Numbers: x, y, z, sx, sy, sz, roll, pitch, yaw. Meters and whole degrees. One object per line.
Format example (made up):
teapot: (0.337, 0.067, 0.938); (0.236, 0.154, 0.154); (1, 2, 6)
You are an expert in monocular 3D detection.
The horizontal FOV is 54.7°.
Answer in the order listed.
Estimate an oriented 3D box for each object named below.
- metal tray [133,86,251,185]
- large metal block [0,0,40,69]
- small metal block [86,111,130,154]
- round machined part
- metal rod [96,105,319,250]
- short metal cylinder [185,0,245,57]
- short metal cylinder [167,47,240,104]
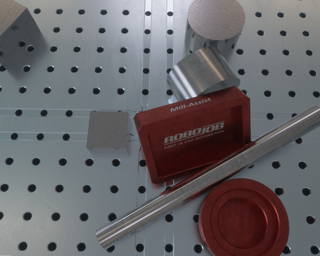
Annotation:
metal tray: (0.042, 0.010, 0.374); (0.131, 0.089, 0.030); (-16, 34, -6)
large metal block: (-0.241, -0.147, 0.450); (0.080, 0.050, 0.080); (29, 73, 10)
small metal block: (-0.067, 0.006, 0.409); (0.050, 0.025, 0.050); (1, 70, 0)
round machined part: (0.094, 0.111, 0.363); (0.099, 0.042, 0.098); (0, 70, 0)
metal rod: (0.062, 0.057, 0.369); (0.301, 0.025, 0.025); (-29, 73, -2)
short metal cylinder: (0.078, -0.147, 0.453); (0.081, 0.050, 0.080); (0, 70, 0)
short metal cylinder: (0.056, -0.059, 0.404); (0.080, 0.080, 0.050); (-26, 71, -9)
